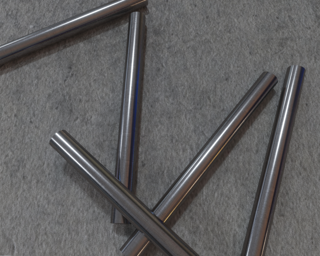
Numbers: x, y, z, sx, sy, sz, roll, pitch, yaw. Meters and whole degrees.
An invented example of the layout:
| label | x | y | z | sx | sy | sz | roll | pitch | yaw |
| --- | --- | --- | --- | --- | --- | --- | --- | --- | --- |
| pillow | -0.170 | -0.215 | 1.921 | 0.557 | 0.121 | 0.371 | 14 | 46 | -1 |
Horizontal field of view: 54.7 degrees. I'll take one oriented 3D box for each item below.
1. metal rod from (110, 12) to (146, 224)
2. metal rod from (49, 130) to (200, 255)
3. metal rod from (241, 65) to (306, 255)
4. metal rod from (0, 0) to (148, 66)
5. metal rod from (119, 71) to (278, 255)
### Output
| label | x | y | z | sx | sy | sz | roll | pitch | yaw |
| --- | --- | --- | --- | --- | --- | --- | --- | --- | --- |
| metal rod | -0.040 | -0.027 | 0.417 | 0.025 | 0.025 | 0.299 | 2 | 70 | 0 |
| metal rod | -0.012 | 0.107 | 0.341 | 0.300 | 0.025 | 0.025 | 40 | 75 | 13 |
| metal rod | 0.143 | 0.050 | 0.391 | 0.025 | 0.025 | 0.300 | 19 | 71 | 6 |
| metal rod | -0.158 | -0.138 | 0.456 | 0.302 | 0.025 | 0.025 | -26 | 72 | -10 |
| metal rod | 0.059 | 0.038 | 0.394 | 0.025 | 0.025 | 0.301 | 38 | 74 | 12 |
